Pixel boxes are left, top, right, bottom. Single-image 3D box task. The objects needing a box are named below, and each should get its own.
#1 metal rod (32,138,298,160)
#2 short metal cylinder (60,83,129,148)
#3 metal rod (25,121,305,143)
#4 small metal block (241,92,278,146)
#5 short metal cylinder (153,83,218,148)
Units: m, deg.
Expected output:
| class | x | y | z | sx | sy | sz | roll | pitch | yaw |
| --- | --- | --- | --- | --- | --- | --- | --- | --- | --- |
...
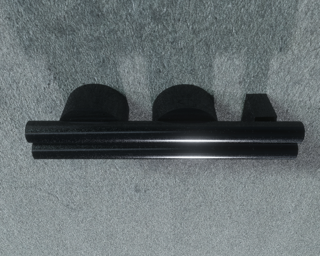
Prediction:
| class | x | y | z | sx | sy | sz | roll | pitch | yaw |
| --- | --- | --- | --- | --- | --- | --- | --- | --- | --- |
| metal rod | 0.006 | 0.024 | 0.363 | 0.302 | 0.025 | 0.025 | 0 | 130 | -1 |
| short metal cylinder | -0.080 | -0.008 | 0.384 | 0.081 | 0.050 | 0.079 | 0 | 130 | 0 |
| metal rod | 0.006 | 0.004 | 0.346 | 0.302 | 0.025 | 0.025 | 0 | 130 | -1 |
| small metal block | 0.121 | -0.010 | 0.387 | 0.025 | 0.050 | 0.050 | -1 | 130 | 1 |
| short metal cylinder | 0.030 | -0.008 | 0.386 | 0.081 | 0.050 | 0.079 | 0 | 130 | 0 |
